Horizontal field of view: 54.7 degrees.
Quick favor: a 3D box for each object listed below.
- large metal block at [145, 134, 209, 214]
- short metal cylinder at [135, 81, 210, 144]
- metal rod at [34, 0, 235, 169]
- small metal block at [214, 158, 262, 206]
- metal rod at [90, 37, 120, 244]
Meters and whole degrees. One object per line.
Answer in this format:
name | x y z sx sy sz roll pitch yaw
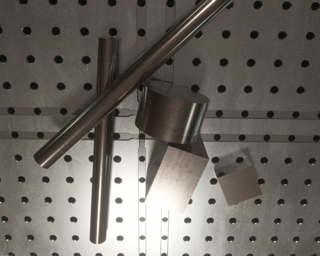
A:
large metal block | 0.019 0.049 0.403 0.050 0.080 0.079 19 109 -7
short metal cylinder | 0.014 -0.021 0.377 0.081 0.080 0.050 13 110 -5
metal rod | -0.034 -0.058 0.370 0.300 0.025 0.025 -42 106 5
small metal block | 0.112 0.077 0.444 0.050 0.025 0.050 -22 109 7
metal rod | -0.078 0.030 0.423 0.025 0.025 0.298 6 110 -3
